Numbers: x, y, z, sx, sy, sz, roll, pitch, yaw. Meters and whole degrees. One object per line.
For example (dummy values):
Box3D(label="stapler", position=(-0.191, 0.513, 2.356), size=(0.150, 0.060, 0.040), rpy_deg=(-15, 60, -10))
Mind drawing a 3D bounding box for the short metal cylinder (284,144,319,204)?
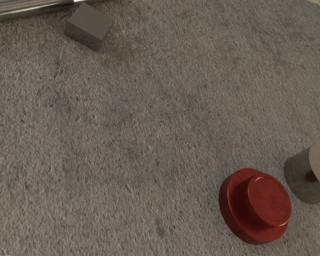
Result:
Box3D(label="short metal cylinder", position=(0.239, 0.071, 0.473), size=(0.081, 0.050, 0.080), rpy_deg=(14, 56, -21))

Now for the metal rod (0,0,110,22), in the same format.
Box3D(label="metal rod", position=(-0.162, -0.168, 0.418), size=(0.302, 0.025, 0.025), rpy_deg=(-31, 79, -38))

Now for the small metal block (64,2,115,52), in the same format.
Box3D(label="small metal block", position=(-0.099, -0.143, 0.438), size=(0.050, 0.025, 0.050), rpy_deg=(28, 52, -11))

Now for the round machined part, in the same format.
Box3D(label="round machined part", position=(0.130, 0.098, 0.403), size=(0.099, 0.042, 0.098), rpy_deg=(14, 56, -21))
